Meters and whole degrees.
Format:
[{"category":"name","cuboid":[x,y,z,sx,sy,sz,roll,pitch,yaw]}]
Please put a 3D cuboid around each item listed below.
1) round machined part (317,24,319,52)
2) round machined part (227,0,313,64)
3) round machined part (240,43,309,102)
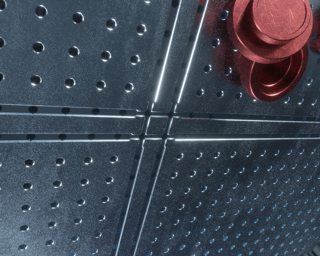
[{"category":"round machined part","cuboid":[0.290,-0.148,0.465,0.099,0.042,0.097,-14,124,-21]},{"category":"round machined part","cuboid":[0.132,-0.128,0.360,0.099,0.042,0.098,0,87,-5]},{"category":"round machined part","cuboid":[0.151,-0.088,0.427,0.099,0.042,0.097,-14,124,-21]}]
